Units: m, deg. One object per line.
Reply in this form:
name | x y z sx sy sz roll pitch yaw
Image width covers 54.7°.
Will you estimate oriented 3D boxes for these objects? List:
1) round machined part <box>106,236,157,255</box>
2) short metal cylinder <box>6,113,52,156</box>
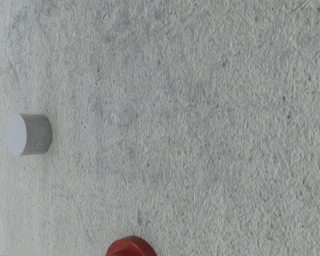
round machined part | -0.046 0.206 0.432 0.098 0.042 0.097 0 90 40
short metal cylinder | -0.253 0.013 0.598 0.080 0.050 0.080 0 90 40
